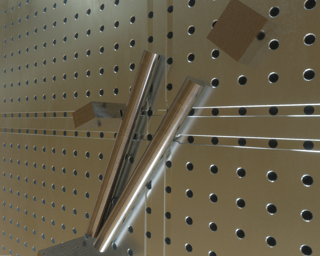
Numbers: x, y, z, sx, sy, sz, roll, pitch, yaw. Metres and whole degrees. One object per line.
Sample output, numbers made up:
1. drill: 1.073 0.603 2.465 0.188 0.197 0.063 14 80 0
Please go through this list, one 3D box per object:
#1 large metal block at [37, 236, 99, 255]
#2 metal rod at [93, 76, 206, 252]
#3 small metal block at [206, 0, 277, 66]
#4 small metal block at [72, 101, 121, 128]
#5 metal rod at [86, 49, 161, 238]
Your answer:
1. large metal block: -0.141 0.227 0.490 0.080 0.081 0.050 30 109 36
2. metal rod: -0.024 0.064 0.429 0.025 0.025 0.298 44 116 31
3. small metal block: 0.088 -0.104 0.337 0.050 0.025 0.050 48 119 29
4. small metal block: -0.096 -0.019 0.473 0.050 0.050 0.025 -23 76 38
5. metal rod: -0.059 0.033 0.457 0.025 0.025 0.298 31 109 35
